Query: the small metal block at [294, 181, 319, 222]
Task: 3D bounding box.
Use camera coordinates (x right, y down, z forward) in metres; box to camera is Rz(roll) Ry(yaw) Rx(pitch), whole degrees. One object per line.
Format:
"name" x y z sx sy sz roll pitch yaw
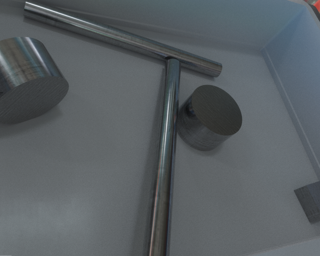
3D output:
"small metal block" 0.241 0.110 0.471 0.050 0.025 0.050 -6 65 -31

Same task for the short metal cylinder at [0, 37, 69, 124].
"short metal cylinder" -0.144 -0.048 0.322 0.081 0.080 0.050 -25 76 -37

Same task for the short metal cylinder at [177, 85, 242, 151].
"short metal cylinder" 0.067 -0.014 0.436 0.081 0.050 0.080 14 56 -21

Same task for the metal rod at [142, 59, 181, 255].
"metal rod" 0.008 0.014 0.377 0.025 0.025 0.300 21 46 -16

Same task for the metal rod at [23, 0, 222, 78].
"metal rod" -0.040 -0.128 0.463 0.302 0.025 0.025 13 56 -22
